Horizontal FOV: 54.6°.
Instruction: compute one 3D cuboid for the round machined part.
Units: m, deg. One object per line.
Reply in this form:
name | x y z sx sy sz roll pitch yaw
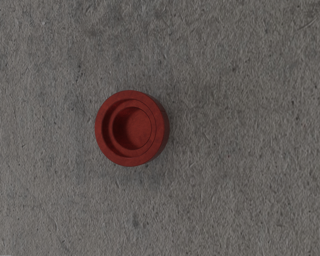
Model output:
round machined part | -0.033 0.000 0.412 0.098 0.042 0.097 0 90 20
